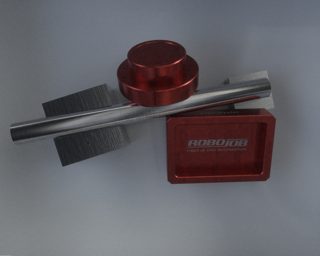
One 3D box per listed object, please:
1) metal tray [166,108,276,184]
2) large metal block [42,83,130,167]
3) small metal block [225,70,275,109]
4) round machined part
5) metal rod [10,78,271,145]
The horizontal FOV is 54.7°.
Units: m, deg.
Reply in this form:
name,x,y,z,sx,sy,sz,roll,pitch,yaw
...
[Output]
name,x,y,z,sx,sy,sz,roll,pitch,yaw
metal tray,0.074,0.023,0.394,0.131,0.030,0.089,-2,110,-1
large metal block,-0.091,-0.004,0.395,0.080,0.050,0.080,-18,90,-1
small metal block,0.118,-0.045,0.411,0.050,0.025,0.050,-11,90,-1
round machined part,-0.003,-0.072,0.371,0.099,0.098,0.042,-4,131,-1
metal rod,-0.015,-0.022,0.365,0.302,0.025,0.025,-11,90,-8
